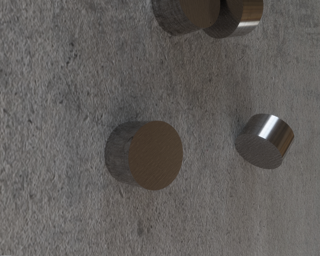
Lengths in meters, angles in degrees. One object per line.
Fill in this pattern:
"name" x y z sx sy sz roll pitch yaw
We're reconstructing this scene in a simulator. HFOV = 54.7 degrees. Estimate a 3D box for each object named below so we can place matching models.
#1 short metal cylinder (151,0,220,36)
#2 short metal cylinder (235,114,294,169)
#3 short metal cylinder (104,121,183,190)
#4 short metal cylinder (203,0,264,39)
"short metal cylinder" 0.036 -0.170 0.418 0.081 0.050 0.080 0 90 -40
"short metal cylinder" 0.173 0.023 0.513 0.050 0.080 0.080 -49 119 -29
"short metal cylinder" -0.019 0.031 0.373 0.081 0.050 0.080 0 90 -40
"short metal cylinder" 0.102 -0.174 0.454 0.050 0.080 0.080 -20 103 -38
